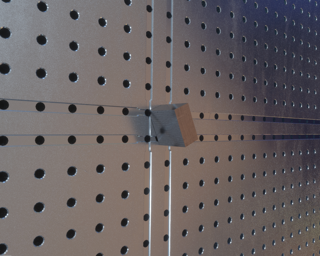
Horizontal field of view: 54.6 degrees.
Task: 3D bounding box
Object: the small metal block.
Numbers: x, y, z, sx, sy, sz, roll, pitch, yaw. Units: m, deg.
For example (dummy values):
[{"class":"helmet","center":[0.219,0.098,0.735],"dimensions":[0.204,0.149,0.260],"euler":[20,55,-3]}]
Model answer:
[{"class":"small metal block","center":[0.017,-0.004,0.406],"dimensions":[0.025,0.050,0.050],"euler":[-28,108,-36]}]
